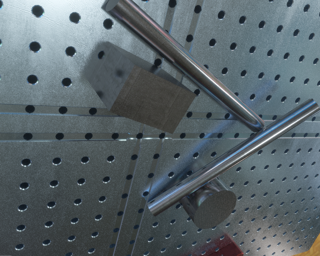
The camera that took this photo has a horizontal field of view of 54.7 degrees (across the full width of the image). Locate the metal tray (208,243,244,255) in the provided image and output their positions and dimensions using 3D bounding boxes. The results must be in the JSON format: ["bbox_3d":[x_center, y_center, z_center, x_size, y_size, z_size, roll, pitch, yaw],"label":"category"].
[{"bbox_3d":[0.117,0.311,0.668,0.131,0.030,0.089,-21,127,-17],"label":"metal tray"}]

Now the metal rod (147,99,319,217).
[{"bbox_3d":[0.113,0.046,0.483,0.301,0.025,0.025,-33,130,1],"label":"metal rod"}]

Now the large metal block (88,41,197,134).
[{"bbox_3d":[-0.021,-0.044,0.338,0.080,0.080,0.050,20,108,-36],"label":"large metal block"}]

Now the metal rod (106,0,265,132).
[{"bbox_3d":[0.055,-0.066,0.402,0.301,0.025,0.025,31,101,-39],"label":"metal rod"}]

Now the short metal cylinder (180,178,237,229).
[{"bbox_3d":[0.079,0.120,0.515,0.081,0.050,0.079,-14,125,-21],"label":"short metal cylinder"}]
